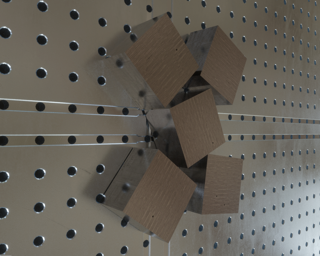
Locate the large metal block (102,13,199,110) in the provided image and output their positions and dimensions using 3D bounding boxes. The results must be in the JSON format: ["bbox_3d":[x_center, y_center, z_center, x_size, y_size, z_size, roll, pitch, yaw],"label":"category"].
[{"bbox_3d":[-0.009,-0.080,0.384,0.080,0.050,0.080,-51,120,-27],"label":"large metal block"}]

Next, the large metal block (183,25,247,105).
[{"bbox_3d":[0.075,-0.087,0.453,0.080,0.050,0.080,33,70,-38],"label":"large metal block"}]

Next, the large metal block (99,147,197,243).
[{"bbox_3d":[-0.012,0.080,0.380,0.080,0.050,0.080,45,63,-30],"label":"large metal block"}]

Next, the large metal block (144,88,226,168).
[{"bbox_3d":[0.036,-0.002,0.421,0.081,0.050,0.080,-28,108,-36],"label":"large metal block"}]

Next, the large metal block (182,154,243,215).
[{"bbox_3d":[0.073,0.080,0.453,0.081,0.050,0.080,12,83,-40],"label":"large metal block"}]
